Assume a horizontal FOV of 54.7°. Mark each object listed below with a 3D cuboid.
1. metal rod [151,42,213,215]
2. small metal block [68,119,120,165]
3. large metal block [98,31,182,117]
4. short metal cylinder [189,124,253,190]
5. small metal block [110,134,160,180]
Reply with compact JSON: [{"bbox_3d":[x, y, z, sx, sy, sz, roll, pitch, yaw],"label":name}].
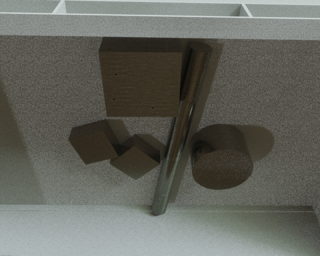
[{"bbox_3d":[0.021,0.025,0.430,0.025,0.025,0.298,7,130,-6],"label":"metal rod"},{"bbox_3d":[-0.088,0.020,0.425,0.050,0.025,0.050,-14,129,11],"label":"small metal block"},{"bbox_3d":[-0.019,-0.059,0.342,0.081,0.050,0.079,0,130,-1],"label":"large metal block"},{"bbox_3d":[0.083,0.041,0.429,0.081,0.050,0.079,0,130,0],"label":"short metal cylinder"},{"bbox_3d":[-0.035,0.043,0.445,0.050,0.025,0.050,-36,122,26],"label":"small metal block"}]
